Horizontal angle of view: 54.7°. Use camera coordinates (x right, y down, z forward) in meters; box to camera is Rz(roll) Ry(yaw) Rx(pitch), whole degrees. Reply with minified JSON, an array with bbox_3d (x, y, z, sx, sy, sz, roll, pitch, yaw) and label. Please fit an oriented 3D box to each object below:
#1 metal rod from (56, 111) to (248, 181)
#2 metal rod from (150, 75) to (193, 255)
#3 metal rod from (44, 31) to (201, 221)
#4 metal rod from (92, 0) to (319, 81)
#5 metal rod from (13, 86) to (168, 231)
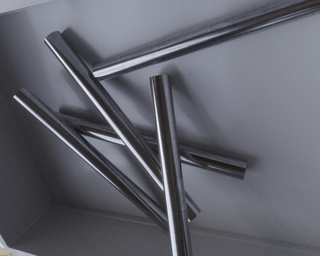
[{"bbox_3d":[-0.030,0.019,0.436,0.301,0.025,0.025,14,124,20],"label":"metal rod"},{"bbox_3d":[0.018,0.086,0.372,0.025,0.025,0.298,-7,90,31],"label":"metal rod"},{"bbox_3d":[-0.049,-0.003,0.407,0.300,0.025,0.025,52,129,1],"label":"metal rod"},{"bbox_3d":[0.046,-0.095,0.325,0.300,0.025,0.025,-10,114,32],"label":"metal rod"},{"bbox_3d":[-0.091,0.052,0.465,0.300,0.025,0.025,44,130,-13],"label":"metal rod"}]
